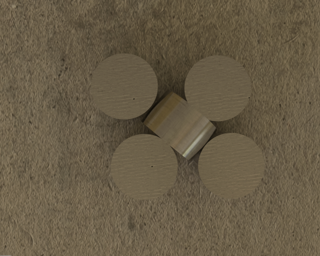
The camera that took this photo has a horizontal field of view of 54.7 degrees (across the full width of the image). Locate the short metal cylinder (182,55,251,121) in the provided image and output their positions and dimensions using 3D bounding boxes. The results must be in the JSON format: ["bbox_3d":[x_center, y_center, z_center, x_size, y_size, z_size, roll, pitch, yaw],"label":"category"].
[{"bbox_3d":[0.070,-0.048,0.398,0.081,0.050,0.079,0,90,-1],"label":"short metal cylinder"}]

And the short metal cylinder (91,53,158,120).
[{"bbox_3d":[-0.043,-0.050,0.397,0.081,0.050,0.079,0,90,-1],"label":"short metal cylinder"}]

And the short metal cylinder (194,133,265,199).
[{"bbox_3d":[0.086,0.045,0.399,0.081,0.050,0.079,0,90,-1],"label":"short metal cylinder"}]

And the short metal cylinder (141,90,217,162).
[{"bbox_3d":[0.023,-0.003,0.384,0.080,0.080,0.050,40,90,-1],"label":"short metal cylinder"}]

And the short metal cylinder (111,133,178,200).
[{"bbox_3d":[-0.019,0.047,0.397,0.081,0.050,0.079,0,90,-1],"label":"short metal cylinder"}]
